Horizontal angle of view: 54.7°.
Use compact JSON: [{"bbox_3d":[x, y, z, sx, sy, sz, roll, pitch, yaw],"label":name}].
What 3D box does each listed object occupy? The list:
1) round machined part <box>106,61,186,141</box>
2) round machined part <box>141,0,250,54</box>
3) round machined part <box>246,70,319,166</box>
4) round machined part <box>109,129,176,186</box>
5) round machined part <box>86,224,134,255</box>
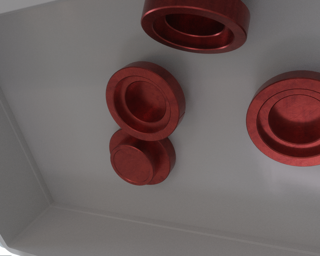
[{"bbox_3d":[-0.014,-0.036,0.383,0.098,0.042,0.097,13,124,21],"label":"round machined part"},{"bbox_3d":[0.034,-0.108,0.290,0.098,0.098,0.042,8,84,24],"label":"round machined part"},{"bbox_3d":[0.142,-0.013,0.315,0.098,0.042,0.097,13,124,21],"label":"round machined part"},{"bbox_3d":[-0.031,0.043,0.440,0.098,0.042,0.097,13,124,21],"label":"round machined part"},{"bbox_3d":[-0.103,0.237,0.601,0.098,0.042,0.097,13,124,21],"label":"round machined part"}]
